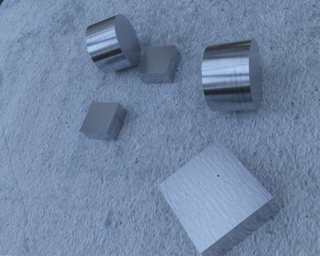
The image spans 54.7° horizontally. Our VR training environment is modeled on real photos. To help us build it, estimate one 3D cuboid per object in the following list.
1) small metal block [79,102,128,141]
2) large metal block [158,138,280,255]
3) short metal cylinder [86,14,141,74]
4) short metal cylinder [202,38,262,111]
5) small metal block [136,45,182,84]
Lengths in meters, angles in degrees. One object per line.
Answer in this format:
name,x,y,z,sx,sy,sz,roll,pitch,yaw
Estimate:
small metal block,-0.082,-0.010,0.453,0.050,0.025,0.050,4,64,30
large metal block,0.058,0.072,0.313,0.080,0.050,0.080,-39,51,2
short metal cylinder,-0.071,-0.131,0.486,0.050,0.080,0.080,-13,56,21
short metal cylinder,0.086,-0.060,0.360,0.050,0.080,0.080,-1,61,27
small metal block,-0.001,-0.094,0.462,0.050,0.025,0.050,4,64,30
